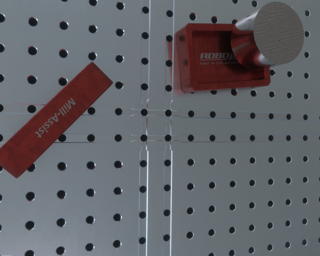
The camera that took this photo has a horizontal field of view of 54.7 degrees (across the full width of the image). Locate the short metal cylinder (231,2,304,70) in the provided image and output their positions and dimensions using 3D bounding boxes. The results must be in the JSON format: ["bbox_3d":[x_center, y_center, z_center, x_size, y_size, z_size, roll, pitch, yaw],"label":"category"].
[{"bbox_3d":[0.145,-0.122,0.420,0.081,0.050,0.079,0,90,-20],"label":"short metal cylinder"}]

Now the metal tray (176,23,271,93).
[{"bbox_3d":[0.093,-0.100,0.443,0.131,0.030,0.089,-6,92,-20],"label":"metal tray"}]

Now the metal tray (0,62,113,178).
[{"bbox_3d":[-0.114,-0.010,0.335,0.030,0.090,0.130,46,76,-15],"label":"metal tray"}]
